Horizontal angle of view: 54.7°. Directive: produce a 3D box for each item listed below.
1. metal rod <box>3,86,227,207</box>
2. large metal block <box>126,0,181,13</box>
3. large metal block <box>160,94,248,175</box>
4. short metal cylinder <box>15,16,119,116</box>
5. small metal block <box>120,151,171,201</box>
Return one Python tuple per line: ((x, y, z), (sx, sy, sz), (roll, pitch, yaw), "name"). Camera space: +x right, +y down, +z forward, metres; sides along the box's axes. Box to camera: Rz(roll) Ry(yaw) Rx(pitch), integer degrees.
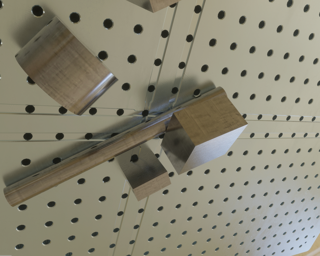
((-0.045, 0.018, 0.398), (0.302, 0.025, 0.025), (-26, 128, -13), "metal rod")
((0.005, -0.153, 0.285), (0.080, 0.080, 0.050), (-29, 129, -11), "large metal block")
((0.055, 0.010, 0.408), (0.081, 0.050, 0.080), (-20, 154, -24), "large metal block")
((-0.086, -0.058, 0.294), (0.050, 0.080, 0.080), (-44, 130, 2), "short metal cylinder")
((-0.020, 0.065, 0.426), (0.050, 0.050, 0.025), (-26, 128, -13), "small metal block")
